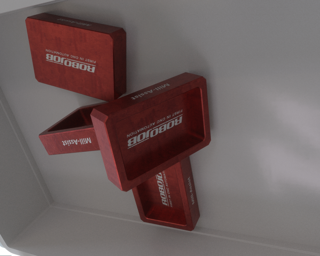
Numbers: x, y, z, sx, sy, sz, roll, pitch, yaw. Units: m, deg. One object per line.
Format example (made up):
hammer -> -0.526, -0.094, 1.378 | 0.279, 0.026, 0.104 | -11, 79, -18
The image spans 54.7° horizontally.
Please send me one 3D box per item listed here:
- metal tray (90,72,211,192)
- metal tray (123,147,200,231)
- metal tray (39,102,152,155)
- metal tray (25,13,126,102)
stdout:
metal tray -> -0.003, 0.001, 0.343 | 0.030, 0.131, 0.089 | 26, 134, 48
metal tray -> 0.004, 0.088, 0.457 | 0.090, 0.030, 0.129 | 2, 120, 27
metal tray -> -0.081, -0.005, 0.406 | 0.130, 0.090, 0.030 | -7, 115, 31
metal tray -> -0.108, -0.093, 0.405 | 0.130, 0.030, 0.089 | 17, 125, 18
